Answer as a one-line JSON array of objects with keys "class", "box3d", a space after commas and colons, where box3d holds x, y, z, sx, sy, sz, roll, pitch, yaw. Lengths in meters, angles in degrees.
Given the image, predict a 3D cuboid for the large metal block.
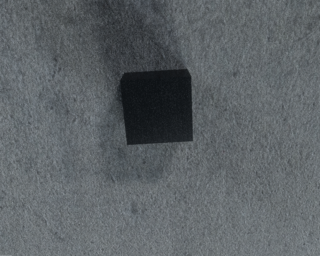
[{"class": "large metal block", "box3d": [-0.003, -0.027, 0.386, 0.081, 0.050, 0.079, -3, 110, 1]}]
